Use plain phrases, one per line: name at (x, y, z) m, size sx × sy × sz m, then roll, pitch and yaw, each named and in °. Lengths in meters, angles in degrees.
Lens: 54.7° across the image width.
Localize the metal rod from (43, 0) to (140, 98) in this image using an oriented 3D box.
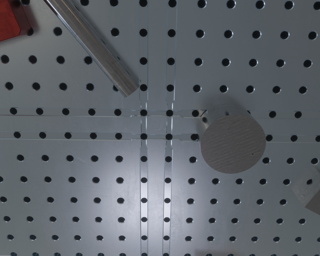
metal rod at (-0.127, -0.158, 0.353) m, size 0.025 × 0.025 × 0.300 m, roll -36°, pitch 107°, yaw 12°

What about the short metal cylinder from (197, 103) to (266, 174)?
short metal cylinder at (0.090, 0.012, 0.405) m, size 0.081 × 0.050 × 0.079 m, roll 0°, pitch 110°, yaw 0°

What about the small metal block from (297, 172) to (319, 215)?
small metal block at (0.241, 0.100, 0.452) m, size 0.050 × 0.025 × 0.050 m, roll 28°, pitch 108°, yaw -10°

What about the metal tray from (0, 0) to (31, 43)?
metal tray at (-0.232, -0.135, 0.359) m, size 0.131 × 0.030 × 0.090 m, roll -15°, pitch 110°, yaw 5°
